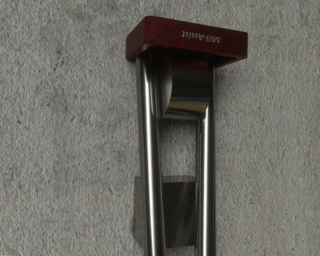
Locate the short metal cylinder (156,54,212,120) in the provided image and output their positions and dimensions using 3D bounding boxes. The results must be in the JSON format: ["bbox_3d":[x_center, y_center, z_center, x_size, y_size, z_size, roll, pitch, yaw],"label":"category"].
[{"bbox_3d":[0.023,-0.050,0.391,0.050,0.080,0.079,2,90,-21],"label":"short metal cylinder"}]

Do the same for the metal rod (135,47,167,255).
[{"bbox_3d":[-0.011,0.042,0.359,0.025,0.025,0.299,2,74,-20],"label":"metal rod"}]

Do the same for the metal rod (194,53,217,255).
[{"bbox_3d":[0.056,0.046,0.383,0.025,0.025,0.299,9,72,-20],"label":"metal rod"}]

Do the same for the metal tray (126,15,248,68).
[{"bbox_3d":[0.031,-0.102,0.388,0.131,0.090,0.030,2,90,-20],"label":"metal tray"}]

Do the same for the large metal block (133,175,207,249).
[{"bbox_3d":[0.011,0.105,0.400,0.081,0.050,0.079,2,90,-20],"label":"large metal block"}]
